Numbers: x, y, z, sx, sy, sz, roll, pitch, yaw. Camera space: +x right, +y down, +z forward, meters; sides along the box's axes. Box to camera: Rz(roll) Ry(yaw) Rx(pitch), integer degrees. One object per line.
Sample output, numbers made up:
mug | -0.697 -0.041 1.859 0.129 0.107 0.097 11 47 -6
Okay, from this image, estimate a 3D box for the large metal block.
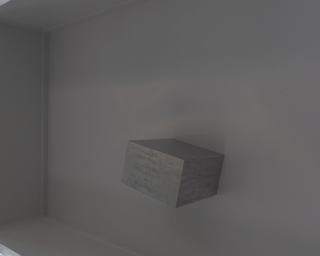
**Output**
large metal block | 0.015 0.047 0.359 0.080 0.081 0.050 16 100 39
